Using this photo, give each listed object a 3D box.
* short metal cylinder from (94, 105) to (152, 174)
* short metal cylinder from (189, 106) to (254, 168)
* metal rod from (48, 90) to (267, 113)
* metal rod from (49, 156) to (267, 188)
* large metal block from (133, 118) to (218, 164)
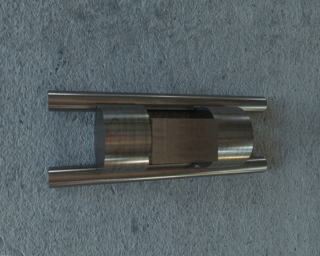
[{"bbox_3d":[-0.046,0.013,0.363,0.050,0.080,0.079,-1,91,-20],"label":"short metal cylinder"},{"bbox_3d":[0.078,0.012,0.409,0.050,0.080,0.079,-1,91,-20],"label":"short metal cylinder"},{"bbox_3d":[0.011,-0.033,0.414,0.303,0.025,0.025,-1,91,-20],"label":"metal rod"},{"bbox_3d":[0.012,0.056,0.415,0.303,0.025,0.025,-1,91,-20],"label":"metal rod"},{"bbox_3d":[0.016,0.014,0.384,0.081,0.080,0.050,0,90,-20],"label":"large metal block"}]
